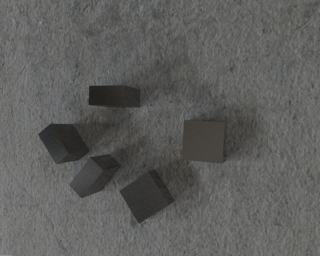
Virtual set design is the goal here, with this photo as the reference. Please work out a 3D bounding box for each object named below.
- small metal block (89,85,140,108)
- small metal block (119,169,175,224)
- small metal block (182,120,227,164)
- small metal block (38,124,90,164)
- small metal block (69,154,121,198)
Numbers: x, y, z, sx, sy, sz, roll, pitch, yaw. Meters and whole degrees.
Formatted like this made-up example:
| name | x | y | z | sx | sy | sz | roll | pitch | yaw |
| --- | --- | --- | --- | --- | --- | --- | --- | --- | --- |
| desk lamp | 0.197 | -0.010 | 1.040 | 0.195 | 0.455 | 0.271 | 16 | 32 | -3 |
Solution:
| name | x | y | z | sx | sy | sz | roll | pitch | yaw |
| --- | --- | --- | --- | --- | --- | --- | --- | --- | --- |
| small metal block | -0.060 | -0.041 | 0.416 | 0.050 | 0.050 | 0.025 | 2 | 91 | 19 |
| small metal block | -0.017 | 0.091 | 0.414 | 0.050 | 0.025 | 0.050 | -36 | 79 | 16 |
| small metal block | 0.056 | 0.016 | 0.389 | 0.050 | 0.025 | 0.050 | 4 | 91 | 19 |
| small metal block | -0.136 | 0.021 | 0.442 | 0.025 | 0.050 | 0.050 | -38 | 78 | 16 |
| small metal block | -0.088 | 0.065 | 0.425 | 0.025 | 0.050 | 0.050 | 42 | 103 | 15 |
